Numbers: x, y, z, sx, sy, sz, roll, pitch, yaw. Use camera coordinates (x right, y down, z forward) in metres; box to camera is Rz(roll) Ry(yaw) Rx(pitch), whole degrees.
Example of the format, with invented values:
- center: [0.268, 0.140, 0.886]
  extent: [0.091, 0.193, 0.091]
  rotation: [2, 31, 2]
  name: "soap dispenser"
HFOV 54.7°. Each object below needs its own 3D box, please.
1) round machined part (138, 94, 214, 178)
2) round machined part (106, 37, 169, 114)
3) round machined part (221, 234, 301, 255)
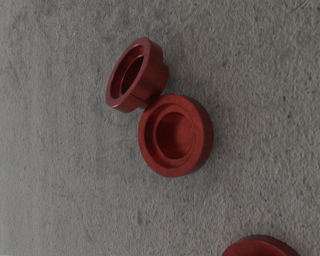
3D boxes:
- center: [0.023, 0.009, 0.375]
  extent: [0.098, 0.042, 0.097]
  rotation: [0, 90, 40]
  name: "round machined part"
- center: [-0.026, -0.063, 0.399]
  extent: [0.098, 0.042, 0.098]
  rotation: [-35, 41, 39]
  name: "round machined part"
- center: [0.100, 0.162, 0.311]
  extent: [0.098, 0.042, 0.097]
  rotation: [0, 90, 40]
  name: "round machined part"
